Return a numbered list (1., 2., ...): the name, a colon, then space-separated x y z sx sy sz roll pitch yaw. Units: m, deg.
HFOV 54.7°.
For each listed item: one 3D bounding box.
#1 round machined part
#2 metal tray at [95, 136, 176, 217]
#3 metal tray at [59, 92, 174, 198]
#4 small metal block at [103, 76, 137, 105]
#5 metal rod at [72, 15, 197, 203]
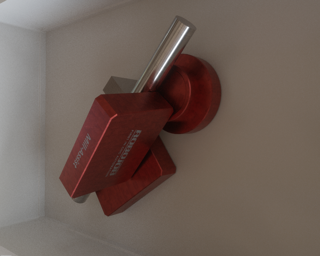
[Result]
1. round machined part: 0.020 -0.041 0.375 0.098 0.042 0.097 0 90 39
2. metal tray: -0.047 0.056 0.438 0.129 0.030 0.090 -42 65 31
3. metal tray: -0.050 0.019 0.353 0.030 0.091 0.129 49 125 25
4. small metal block: -0.041 -0.042 0.420 0.025 0.050 0.050 -52 60 27
5. metal rod: -0.048 -0.002 0.391 0.025 0.025 0.298 52 124 27
